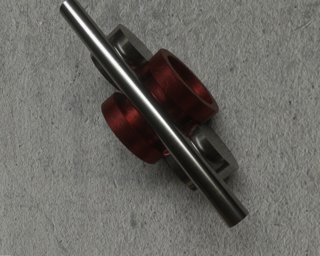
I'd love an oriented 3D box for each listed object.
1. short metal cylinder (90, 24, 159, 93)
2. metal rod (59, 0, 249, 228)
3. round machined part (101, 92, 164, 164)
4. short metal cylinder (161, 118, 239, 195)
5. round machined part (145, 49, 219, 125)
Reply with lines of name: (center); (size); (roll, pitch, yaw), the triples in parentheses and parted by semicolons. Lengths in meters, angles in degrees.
short metal cylinder: (-0.041, -0.084, 0.394); (0.050, 0.080, 0.080); (-41, 78, 15)
metal rod: (-0.015, -0.026, 0.330); (0.025, 0.025, 0.300); (-42, 77, 15)
round machined part: (-0.021, -0.007, 0.377); (0.042, 0.098, 0.098); (-40, 78, 11)
short metal cylinder: (0.047, 0.030, 0.364); (0.050, 0.080, 0.080); (-41, 78, 15)
round machined part: (0.021, -0.043, 0.364); (0.042, 0.098, 0.098); (-42, 77, 20)
